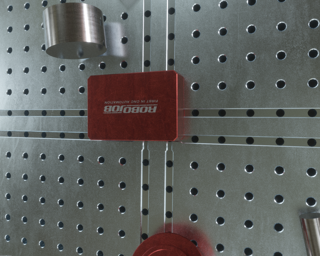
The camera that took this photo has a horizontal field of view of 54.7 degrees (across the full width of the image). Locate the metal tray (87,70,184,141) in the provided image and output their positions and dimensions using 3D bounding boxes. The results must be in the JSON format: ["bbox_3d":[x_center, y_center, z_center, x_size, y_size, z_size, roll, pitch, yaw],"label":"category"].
[{"bbox_3d":[-0.035,-0.028,0.422,0.130,0.030,0.089,0,90,20],"label":"metal tray"}]

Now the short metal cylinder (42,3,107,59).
[{"bbox_3d":[-0.116,-0.130,0.424,0.080,0.080,0.050,-7,88,20],"label":"short metal cylinder"}]

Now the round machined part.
[{"bbox_3d":[0.008,0.180,0.382,0.098,0.042,0.098,-3,67,9],"label":"round machined part"}]

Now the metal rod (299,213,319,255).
[{"bbox_3d":[0.198,0.246,0.342,0.025,0.025,0.298,-12,86,19],"label":"metal rod"}]
